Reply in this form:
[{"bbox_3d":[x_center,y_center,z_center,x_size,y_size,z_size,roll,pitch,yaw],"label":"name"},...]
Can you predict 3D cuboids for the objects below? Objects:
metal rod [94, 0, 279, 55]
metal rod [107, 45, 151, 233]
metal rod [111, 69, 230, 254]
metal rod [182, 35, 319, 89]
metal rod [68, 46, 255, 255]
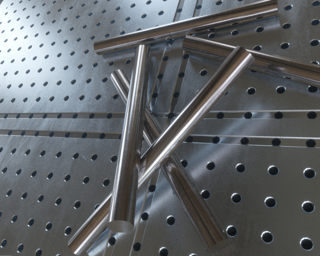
[{"bbox_3d":[0.026,-0.154,0.487,0.301,0.025,0.025,-5,60,25],"label":"metal rod"},{"bbox_3d":[-0.032,-0.016,0.392,0.025,0.025,0.300,-16,42,18],"label":"metal rod"},{"bbox_3d":[-0.004,0.017,0.398,0.025,0.025,0.300,-35,51,4],"label":"metal rod"},{"bbox_3d":[0.150,-0.073,0.373,0.300,0.025,0.025,26,76,36],"label":"metal rod"},{"bbox_3d":[-0.003,0.031,0.356,0.299,0.025,0.025,-49,51,6],"label":"metal rod"}]
